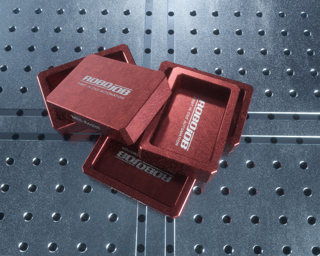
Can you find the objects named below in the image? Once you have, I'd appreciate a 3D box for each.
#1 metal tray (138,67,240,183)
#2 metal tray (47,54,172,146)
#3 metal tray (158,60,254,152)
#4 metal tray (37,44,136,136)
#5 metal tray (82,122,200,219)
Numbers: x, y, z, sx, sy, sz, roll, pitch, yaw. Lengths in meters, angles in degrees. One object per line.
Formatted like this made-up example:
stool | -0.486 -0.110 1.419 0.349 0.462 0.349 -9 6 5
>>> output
metal tray | 0.038 -0.009 0.379 0.090 0.030 0.130 19 60 7
metal tray | -0.063 -0.040 0.380 0.130 0.030 0.090 20 62 30
metal tray | 0.050 -0.031 0.420 0.130 0.030 0.090 18 71 7
metal tray | -0.091 -0.054 0.428 0.131 0.030 0.090 -21 71 -7
metal tray | -0.019 0.045 0.392 0.130 0.030 0.090 25 72 9
